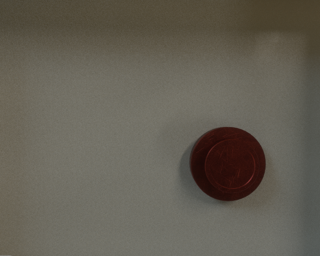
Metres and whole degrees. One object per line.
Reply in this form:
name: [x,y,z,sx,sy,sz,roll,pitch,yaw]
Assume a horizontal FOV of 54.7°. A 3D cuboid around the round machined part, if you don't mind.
round machined part: [0.090,0.047,0.404,0.099,0.042,0.097,0,90,-1]
